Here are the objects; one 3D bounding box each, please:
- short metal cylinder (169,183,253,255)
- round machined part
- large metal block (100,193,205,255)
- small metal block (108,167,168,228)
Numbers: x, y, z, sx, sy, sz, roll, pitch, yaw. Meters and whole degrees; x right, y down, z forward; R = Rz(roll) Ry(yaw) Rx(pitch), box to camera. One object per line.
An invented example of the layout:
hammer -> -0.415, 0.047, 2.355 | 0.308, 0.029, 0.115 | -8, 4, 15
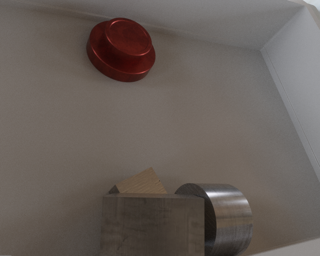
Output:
short metal cylinder -> 0.053, 0.101, 0.336 | 0.050, 0.080, 0.080 | 8, 58, -32
round machined part -> -0.051, -0.117, 0.440 | 0.099, 0.042, 0.098 | 14, 56, -21
large metal block -> -0.006, 0.086, 0.280 | 0.081, 0.080, 0.050 | 1, 80, -1
small metal block -> -0.021, 0.079, 0.348 | 0.050, 0.025, 0.050 | -22, 74, -36
